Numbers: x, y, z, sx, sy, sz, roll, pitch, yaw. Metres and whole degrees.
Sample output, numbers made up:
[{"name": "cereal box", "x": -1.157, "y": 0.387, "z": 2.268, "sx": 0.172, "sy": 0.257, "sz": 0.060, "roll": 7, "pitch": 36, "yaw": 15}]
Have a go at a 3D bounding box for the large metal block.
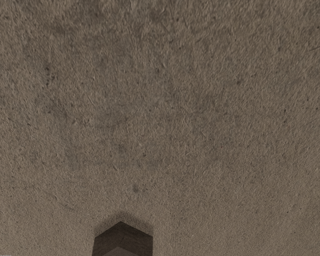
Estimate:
[{"name": "large metal block", "x": -0.071, "y": 0.230, "z": 0.586, "sx": 0.080, "sy": 0.050, "sz": 0.080, "roll": 36, "pitch": 121, "yaw": -27}]
